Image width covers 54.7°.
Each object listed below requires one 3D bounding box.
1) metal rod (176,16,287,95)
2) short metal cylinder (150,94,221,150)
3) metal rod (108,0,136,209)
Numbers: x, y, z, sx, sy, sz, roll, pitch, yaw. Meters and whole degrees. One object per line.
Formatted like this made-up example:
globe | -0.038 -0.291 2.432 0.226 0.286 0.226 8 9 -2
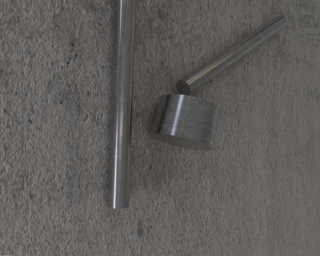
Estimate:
metal rod | 0.133 -0.130 0.515 0.302 0.025 0.025 -37 113 -34
short metal cylinder | 0.033 -0.005 0.396 0.080 0.080 0.050 22 76 -38
metal rod | -0.044 -0.057 0.367 0.025 0.025 0.298 3 88 -40
